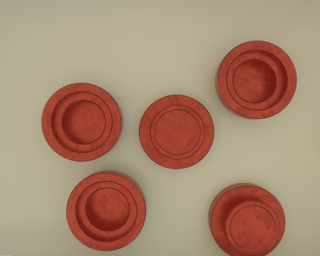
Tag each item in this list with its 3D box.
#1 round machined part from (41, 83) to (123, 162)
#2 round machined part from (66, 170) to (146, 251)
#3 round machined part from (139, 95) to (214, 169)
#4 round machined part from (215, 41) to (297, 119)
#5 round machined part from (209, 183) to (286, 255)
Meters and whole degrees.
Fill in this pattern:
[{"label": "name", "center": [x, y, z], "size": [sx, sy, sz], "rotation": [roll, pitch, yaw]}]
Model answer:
[{"label": "round machined part", "center": [-0.097, -0.007, 0.402], "size": [0.099, 0.042, 0.097], "rotation": [0, 90, 0]}, {"label": "round machined part", "center": [-0.067, 0.103, 0.402], "size": [0.099, 0.042, 0.097], "rotation": [0, 90, 0]}, {"label": "round machined part", "center": [0.022, 0.005, 0.403], "size": [0.099, 0.042, 0.097], "rotation": [0, 90, 0]}, {"label": "round machined part", "center": [0.121, -0.060, 0.404], "size": [0.099, 0.042, 0.097], "rotation": [0, 90, 0]}, {"label": "round machined part", "center": [0.115, 0.124, 0.404], "size": [0.099, 0.042, 0.097], "rotation": [0, 90, 0]}]
